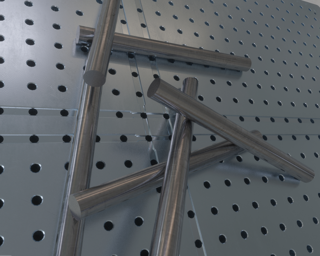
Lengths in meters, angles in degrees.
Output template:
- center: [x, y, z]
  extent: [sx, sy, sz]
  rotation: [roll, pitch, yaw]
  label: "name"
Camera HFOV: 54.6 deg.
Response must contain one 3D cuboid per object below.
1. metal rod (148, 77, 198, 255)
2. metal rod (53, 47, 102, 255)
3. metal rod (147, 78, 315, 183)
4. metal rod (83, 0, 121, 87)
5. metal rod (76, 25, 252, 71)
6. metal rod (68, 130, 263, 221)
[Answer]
- center: [0.023, 0.024, 0.357]
  extent: [0.025, 0.025, 0.301]
  rotation: [28, 37, -11]
  label: "metal rod"
- center: [-0.086, 0.023, 0.347]
  extent: [0.025, 0.025, 0.300]
  rotation: [14, 56, -21]
  label: "metal rod"
- center: [0.112, 0.014, 0.417]
  extent: [0.301, 0.025, 0.025]
  rotation: [27, 52, -28]
  label: "metal rod"
- center: [-0.072, -0.169, 0.445]
  extent: [0.025, 0.025, 0.300]
  rotation: [17, 47, -18]
  label: "metal rod"
- center: [0.022, -0.121, 0.493]
  extent: [0.302, 0.025, 0.025]
  rotation: [3, 61, -27]
  label: "metal rod"
- center: [0.034, 0.044, 0.382]
  extent: [0.302, 0.025, 0.025]
  rotation: [-15, 69, -39]
  label: "metal rod"
